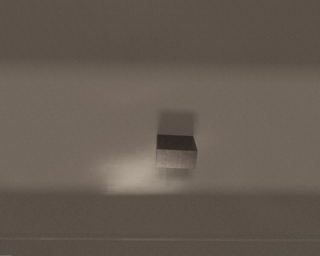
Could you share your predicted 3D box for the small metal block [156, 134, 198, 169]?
[{"bbox_3d":[0.021,0.030,0.410,0.050,0.050,0.025,3,110,-2],"label":"small metal block"}]
